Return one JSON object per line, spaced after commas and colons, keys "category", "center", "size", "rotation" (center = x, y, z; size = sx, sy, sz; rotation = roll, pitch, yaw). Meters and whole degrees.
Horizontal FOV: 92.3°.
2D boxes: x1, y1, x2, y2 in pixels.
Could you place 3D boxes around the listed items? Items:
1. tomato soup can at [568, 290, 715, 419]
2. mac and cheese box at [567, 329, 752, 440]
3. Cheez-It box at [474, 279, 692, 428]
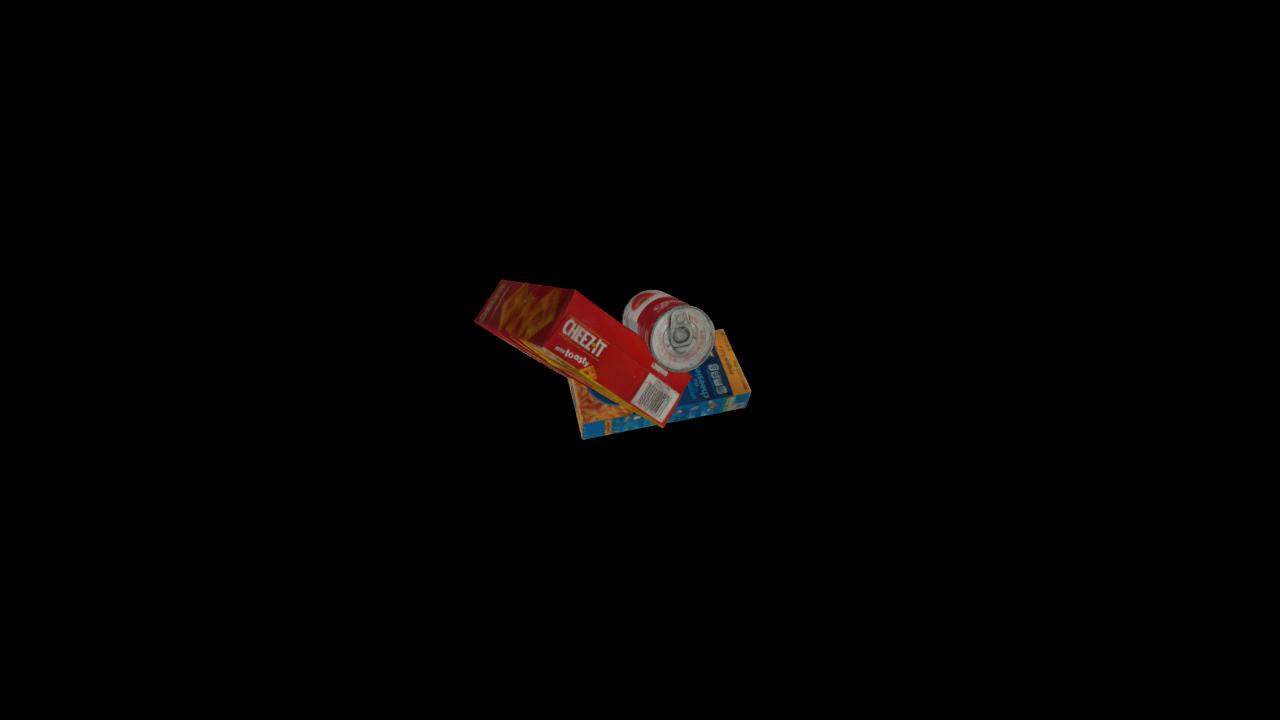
{"category": "tomato soup can", "center": [0.026, -0.033, 0.635], "size": [0.068, 0.068, 0.101], "rotation": [0, 15, -18]}
{"category": "mac and cheese box", "center": [0.018, 0.024, 0.671], "size": [0.184, 0.093, 0.041], "rotation": [-10, -34, -12]}
{"category": "Cheez-It box", "center": [-0.070, -0.015, 0.681], "size": [0.166, 0.071, 0.223], "rotation": [35, -9, -30]}
